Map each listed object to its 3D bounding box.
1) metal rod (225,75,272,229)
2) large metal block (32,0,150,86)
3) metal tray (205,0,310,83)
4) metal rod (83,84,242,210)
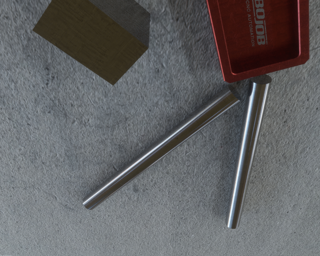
[{"bbox_3d":[0.123,0.056,0.456,0.025,0.025,0.298,-2,130,1],"label":"metal rod"},{"bbox_3d":[-0.057,-0.099,0.286,0.080,0.080,0.050,34,122,-26],"label":"large metal block"},{"bbox_3d":[0.096,-0.115,0.307,0.090,0.030,0.129,-14,129,11],"label":"metal tray"},{"bbox_3d":[-0.013,0.040,0.441,0.025,0.025,0.299,36,121,-27],"label":"metal rod"}]
